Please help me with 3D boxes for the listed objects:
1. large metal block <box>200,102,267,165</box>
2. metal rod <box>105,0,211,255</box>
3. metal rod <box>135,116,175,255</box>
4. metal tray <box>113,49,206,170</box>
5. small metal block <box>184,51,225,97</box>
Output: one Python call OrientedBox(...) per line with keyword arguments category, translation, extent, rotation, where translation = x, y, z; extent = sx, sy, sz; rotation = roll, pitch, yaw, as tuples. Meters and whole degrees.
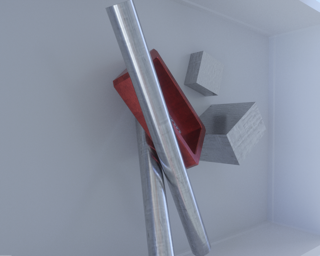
OrientedBox(category="large metal block", translation=(0.094, 0.006, 0.452), extent=(0.080, 0.080, 0.050), rotation=(-42, 116, -32))
OrientedBox(category="metal rod", translation=(0.008, 0.022, 0.328), extent=(0.025, 0.025, 0.298), rotation=(-36, 119, -34))
OrientedBox(category="metal rod", translation=(-0.002, 0.096, 0.313), extent=(0.025, 0.025, 0.299), rotation=(22, 47, -38))
OrientedBox(category="metal tray", translation=(0.006, -0.023, 0.373), extent=(0.130, 0.030, 0.090), rotation=(56, 27, -17))
OrientedBox(category="small metal block", translation=(0.067, -0.080, 0.465), extent=(0.050, 0.025, 0.050), rotation=(22, 76, -38))
